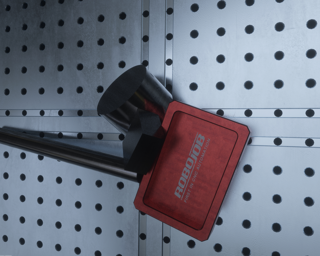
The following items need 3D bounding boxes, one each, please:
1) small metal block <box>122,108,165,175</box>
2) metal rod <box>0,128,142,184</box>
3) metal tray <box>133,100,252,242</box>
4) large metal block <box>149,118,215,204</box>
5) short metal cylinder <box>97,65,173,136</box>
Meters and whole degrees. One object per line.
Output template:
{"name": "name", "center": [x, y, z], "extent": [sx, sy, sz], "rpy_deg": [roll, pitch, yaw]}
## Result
{"name": "small metal block", "center": [-0.020, 0.015, 0.342], "extent": [0.025, 0.050, 0.050], "rpy_deg": [17, 119, -20]}
{"name": "metal rod", "center": [-0.147, 0.030, 0.432], "extent": [0.300, 0.025, 0.025], "rpy_deg": [10, 93, 30]}
{"name": "metal tray", "center": [0.035, 0.044, 0.341], "extent": [0.090, 0.030, 0.129], "rpy_deg": [22, 97, 18]}
{"name": "large metal block", "center": [0.015, 0.035, 0.392], "extent": [0.080, 0.050, 0.080], "rpy_deg": [-37, 79, 16]}
{"name": "short metal cylinder", "center": [-0.032, -0.032, 0.387], "extent": [0.080, 0.080, 0.050], "rpy_deg": [-36, 121, 16]}
